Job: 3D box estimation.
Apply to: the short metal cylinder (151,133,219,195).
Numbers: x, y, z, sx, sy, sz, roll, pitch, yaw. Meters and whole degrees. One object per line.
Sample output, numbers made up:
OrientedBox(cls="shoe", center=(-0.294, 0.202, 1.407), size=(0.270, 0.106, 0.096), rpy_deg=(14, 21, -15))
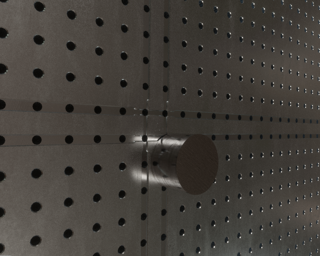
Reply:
OrientedBox(cls="short metal cylinder", center=(0.035, 0.047, 0.424), size=(0.081, 0.050, 0.079), rpy_deg=(0, 90, -40))
